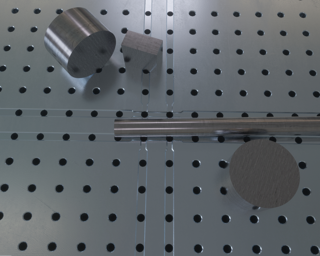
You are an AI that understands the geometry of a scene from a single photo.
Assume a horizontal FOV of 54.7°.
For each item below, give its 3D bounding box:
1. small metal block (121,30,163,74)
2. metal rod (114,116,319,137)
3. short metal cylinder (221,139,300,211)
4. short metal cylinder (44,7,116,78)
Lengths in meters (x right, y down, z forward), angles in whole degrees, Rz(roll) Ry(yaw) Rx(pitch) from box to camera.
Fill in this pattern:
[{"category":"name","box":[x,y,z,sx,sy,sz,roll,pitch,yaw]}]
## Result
[{"category":"small metal block","box":[-0.024,-0.106,0.437,0.050,0.050,0.025,18,71,6]},{"category":"metal rod","box":[0.092,-0.002,0.413,0.302,0.025,0.025,-1,70,-1]},{"category":"short metal cylinder","box":[0.120,0.059,0.378,0.081,0.050,0.080,0,70,0]},{"category":"short metal cylinder","box":[-0.108,-0.115,0.424,0.080,0.080,0.050,-41,75,-13]}]
